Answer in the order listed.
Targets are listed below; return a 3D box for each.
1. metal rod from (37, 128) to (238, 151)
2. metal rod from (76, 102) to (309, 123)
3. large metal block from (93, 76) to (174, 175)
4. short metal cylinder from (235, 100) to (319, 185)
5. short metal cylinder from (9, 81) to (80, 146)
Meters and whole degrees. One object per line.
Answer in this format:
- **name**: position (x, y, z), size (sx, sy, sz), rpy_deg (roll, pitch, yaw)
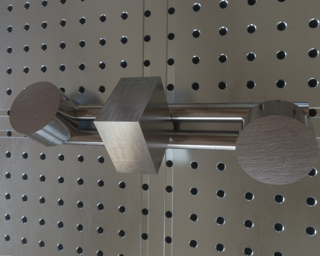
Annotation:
- **metal rod**: position (-0.044, 0.014, 0.427), size (0.301, 0.025, 0.025), rpy_deg (1, 90, 19)
- **metal rod**: position (0.026, -0.020, 0.402), size (0.301, 0.025, 0.025), rpy_deg (1, 90, 19)
- **large metal block**: position (-0.025, -0.004, 0.360), size (0.050, 0.080, 0.080), rpy_deg (1, 132, 20)
- **short metal cylinder**: position (0.127, 0.015, 0.340), size (0.080, 0.050, 0.079), rpy_deg (8, 115, 17)
- **short metal cylinder**: position (-0.163, -0.019, 0.441), size (0.080, 0.050, 0.080), rpy_deg (-7, 65, 16)
